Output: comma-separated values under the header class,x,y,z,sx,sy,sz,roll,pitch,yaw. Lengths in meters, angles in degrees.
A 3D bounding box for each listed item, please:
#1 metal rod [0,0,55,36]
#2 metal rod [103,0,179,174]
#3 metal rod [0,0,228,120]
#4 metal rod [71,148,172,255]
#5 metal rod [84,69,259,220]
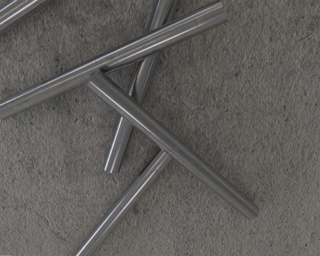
class,x,y,z,sx,sy,sz,roll,pitch,yaw
metal rod,-0.081,-0.181,0.342,0.300,0.025,0.025,-28,108,9
metal rod,-0.018,-0.076,0.381,0.025,0.025,0.298,18,109,-7
metal rod,-0.070,-0.073,0.363,0.301,0.025,0.025,-20,109,14
metal rod,-0.073,0.138,0.459,0.025,0.025,0.299,35,106,-12
metal rod,0.030,0.034,0.400,0.301,0.025,0.025,40,105,-22
